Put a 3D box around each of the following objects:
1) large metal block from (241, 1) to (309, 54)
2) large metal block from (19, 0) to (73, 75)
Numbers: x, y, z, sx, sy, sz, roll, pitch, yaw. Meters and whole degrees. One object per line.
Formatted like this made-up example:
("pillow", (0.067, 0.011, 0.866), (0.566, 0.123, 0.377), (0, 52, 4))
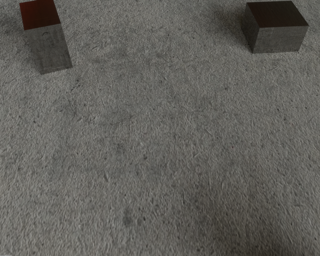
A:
("large metal block", (0.194, -0.175, 0.535), (0.081, 0.050, 0.080), (-4, 50, -3))
("large metal block", (-0.178, -0.145, 0.488), (0.050, 0.080, 0.080), (-17, 52, -13))
